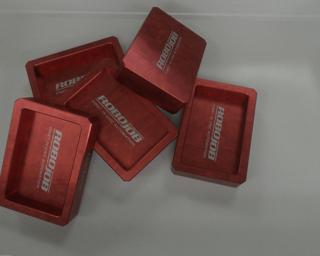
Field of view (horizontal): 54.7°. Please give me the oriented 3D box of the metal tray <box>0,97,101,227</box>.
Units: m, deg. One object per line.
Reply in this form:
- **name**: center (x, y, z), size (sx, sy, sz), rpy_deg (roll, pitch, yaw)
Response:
- **metal tray**: center (-0.130, 0.038, 0.359), size (0.090, 0.030, 0.129), rpy_deg (16, 99, 5)

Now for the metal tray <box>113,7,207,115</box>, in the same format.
- **metal tray**: center (0.006, -0.091, 0.402), size (0.090, 0.030, 0.130), rpy_deg (31, 51, -13)

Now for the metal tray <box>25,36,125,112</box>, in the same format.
- **metal tray**: center (-0.107, -0.066, 0.428), size (0.131, 0.030, 0.090), rpy_deg (-19, 71, -8)

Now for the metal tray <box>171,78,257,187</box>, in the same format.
- **metal tray**: center (0.071, 0.004, 0.405), size (0.090, 0.030, 0.130), rpy_deg (12, 70, 4)

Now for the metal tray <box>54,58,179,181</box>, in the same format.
- **metal tray**: center (-0.052, -0.010, 0.385), size (0.090, 0.030, 0.130), rpy_deg (-43, 91, -8)
